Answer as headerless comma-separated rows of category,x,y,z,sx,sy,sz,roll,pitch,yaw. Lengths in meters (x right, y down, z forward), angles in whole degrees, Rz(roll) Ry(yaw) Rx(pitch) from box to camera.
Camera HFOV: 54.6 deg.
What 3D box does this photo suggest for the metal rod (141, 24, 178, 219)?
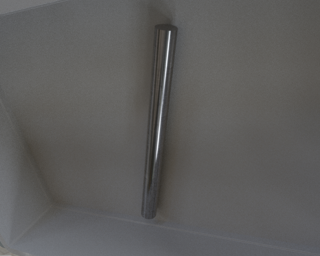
metal rod,-0.006,0.014,0.418,0.025,0.025,0.298,18,126,18
